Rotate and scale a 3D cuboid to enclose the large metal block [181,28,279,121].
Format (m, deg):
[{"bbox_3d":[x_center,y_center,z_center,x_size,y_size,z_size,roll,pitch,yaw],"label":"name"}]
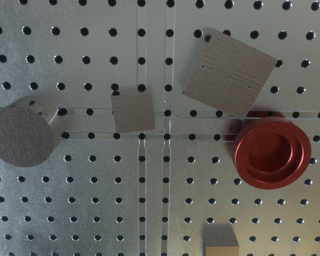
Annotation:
[{"bbox_3d":[0.080,-0.066,0.377,0.080,0.050,0.079,23,108,-9],"label":"large metal block"}]

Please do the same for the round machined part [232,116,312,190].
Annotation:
[{"bbox_3d":[0.146,0.030,0.418,0.099,0.042,0.097,0,110,-1],"label":"round machined part"}]

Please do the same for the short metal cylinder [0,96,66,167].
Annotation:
[{"bbox_3d":[-0.169,0.004,0.399,0.081,0.050,0.079,0,110,-1],"label":"short metal cylinder"}]

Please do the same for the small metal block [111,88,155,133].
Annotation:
[{"bbox_3d":[-0.034,-0.023,0.404,0.050,0.025,0.050,-5,110,1],"label":"small metal block"}]

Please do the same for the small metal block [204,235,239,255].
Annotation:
[{"bbox_3d":[0.095,0.198,0.488,0.050,0.025,0.050,-1,110,0],"label":"small metal block"}]
